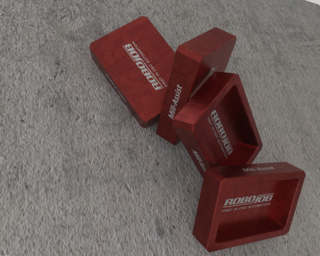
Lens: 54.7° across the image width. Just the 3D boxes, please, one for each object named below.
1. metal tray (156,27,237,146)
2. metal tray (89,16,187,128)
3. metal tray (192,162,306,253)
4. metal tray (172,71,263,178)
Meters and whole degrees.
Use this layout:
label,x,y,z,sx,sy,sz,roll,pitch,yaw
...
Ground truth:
label,x,y,z,sx,sy,sz,roll,pitch,yaw
metal tray,0.043,-0.050,0.385,0.030,0.129,0.091,33,44,20
metal tray,-0.021,-0.076,0.414,0.090,0.030,0.130,-33,80,-15
metal tray,0.107,0.090,0.367,0.131,0.089,0.030,0,17,-28
metal tray,0.075,0.009,0.371,0.090,0.030,0.130,-49,131,-22
